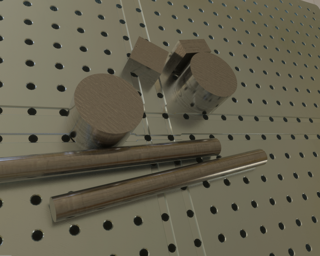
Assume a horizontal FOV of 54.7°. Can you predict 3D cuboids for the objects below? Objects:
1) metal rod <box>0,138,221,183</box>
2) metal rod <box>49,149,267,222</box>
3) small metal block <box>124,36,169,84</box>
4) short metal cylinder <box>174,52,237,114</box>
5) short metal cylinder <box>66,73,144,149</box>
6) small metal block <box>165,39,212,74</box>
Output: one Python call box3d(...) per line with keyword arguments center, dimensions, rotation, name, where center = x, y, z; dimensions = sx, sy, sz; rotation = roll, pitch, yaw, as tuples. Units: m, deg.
box3d(center=(-0.053, 0.035, 0.357), dimensions=(0.303, 0.025, 0.025), rotation=(-4, 64, -30), name="metal rod")
box3d(center=(0.023, 0.062, 0.382), dimensions=(0.303, 0.025, 0.025), rotation=(-8, 66, -32), name="metal rod")
box3d(center=(-0.020, -0.101, 0.459), dimensions=(0.050, 0.025, 0.050), rotation=(26, 53, -12), name="small metal block")
box3d(center=(0.069, -0.068, 0.470), dimensions=(0.081, 0.050, 0.080), rotation=(14, 56, -21), name="short metal cylinder")
box3d(center=(-0.066, -0.017, 0.367), dimensions=(0.081, 0.050, 0.080), rotation=(14, 56, -21), name="short metal cylinder")
box3d(center=(0.043, -0.111, 0.483), dimensions=(0.050, 0.050, 0.025), rotation=(-13, 68, -34), name="small metal block")
